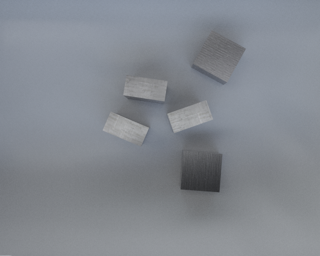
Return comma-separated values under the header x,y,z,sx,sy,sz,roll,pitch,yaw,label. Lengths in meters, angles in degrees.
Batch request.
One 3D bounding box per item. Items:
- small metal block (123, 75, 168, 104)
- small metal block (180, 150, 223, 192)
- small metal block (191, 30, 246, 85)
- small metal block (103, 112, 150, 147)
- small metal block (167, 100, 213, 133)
x,y,z,sx,sy,sz,roll,pitch,yaw,label
-0.017,-0.048,0.399,0.050,0.050,0.025,8,90,0,small metal block
0.054,0.056,0.412,0.050,0.025,0.050,4,90,0,small metal block
0.077,-0.093,0.412,0.050,0.025,0.050,29,90,0,small metal block
-0.041,0.001,0.398,0.050,0.050,0.025,23,90,0,small metal block
0.037,-0.014,0.399,0.050,0.050,0.025,-19,90,0,small metal block
